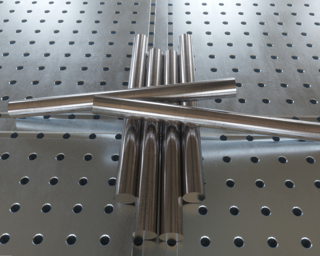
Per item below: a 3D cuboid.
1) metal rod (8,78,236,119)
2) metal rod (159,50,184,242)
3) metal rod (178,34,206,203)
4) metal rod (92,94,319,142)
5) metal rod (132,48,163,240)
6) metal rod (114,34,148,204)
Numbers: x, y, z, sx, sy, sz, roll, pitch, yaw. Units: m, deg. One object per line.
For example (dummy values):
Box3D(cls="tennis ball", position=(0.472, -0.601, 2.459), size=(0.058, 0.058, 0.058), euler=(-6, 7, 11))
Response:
Box3D(cls="metal rod", position=(-0.054, -0.038, 0.410), size=(0.301, 0.025, 0.025), euler=(-5, 50, 7))
Box3D(cls="metal rod", position=(0.015, -0.003, 0.412), size=(0.025, 0.025, 0.300), euler=(1, 50, 1))
Box3D(cls="metal rod", position=(0.041, -0.038, 0.439), size=(0.025, 0.025, 0.300), euler=(1, 50, 1))
Box3D(cls="metal rod", position=(0.069, -0.011, 0.390), size=(0.302, 0.025, 0.025), euler=(7, 50, -6))
Box3D(cls="metal rod", position=(-0.012, -0.006, 0.411), size=(0.025, 0.025, 0.300), euler=(1, 50, 1))
Box3D(cls="metal rod", position=(-0.035, -0.037, 0.438), size=(0.025, 0.025, 0.300), euler=(1, 50, 1))
